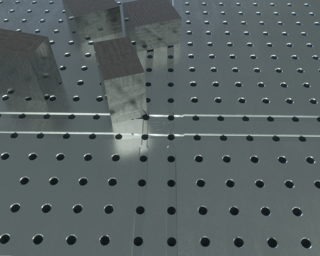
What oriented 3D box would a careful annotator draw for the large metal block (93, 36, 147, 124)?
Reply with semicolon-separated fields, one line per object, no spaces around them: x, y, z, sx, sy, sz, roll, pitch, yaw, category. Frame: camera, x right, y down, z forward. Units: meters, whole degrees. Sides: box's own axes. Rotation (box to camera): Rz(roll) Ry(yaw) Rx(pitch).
-0.054;-0.066;0.427;0.050;0.080;0.080;-14;51;-11;large metal block

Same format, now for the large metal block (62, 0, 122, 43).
-0.124;-0.208;0.566;0.081;0.050;0.080;-22;53;-17;large metal block

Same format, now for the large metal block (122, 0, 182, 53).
-0.015;-0.184;0.547;0.081;0.050;0.080;-15;52;-12;large metal block

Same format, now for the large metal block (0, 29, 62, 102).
-0.199;-0.090;0.447;0.080;0.080;0.050;12;51;10;large metal block
